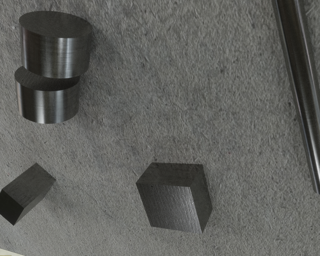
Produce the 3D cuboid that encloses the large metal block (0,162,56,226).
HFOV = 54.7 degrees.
[{"bbox_3d":[-0.253,0.124,0.581,0.050,0.080,0.080,42,129,-1],"label":"large metal block"}]

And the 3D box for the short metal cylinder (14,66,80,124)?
[{"bbox_3d":[-0.151,-0.050,0.420,0.080,0.080,0.050,23,127,14],"label":"short metal cylinder"}]

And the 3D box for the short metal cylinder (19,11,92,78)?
[{"bbox_3d":[-0.125,-0.102,0.374,0.080,0.080,0.050,25,127,13],"label":"short metal cylinder"}]

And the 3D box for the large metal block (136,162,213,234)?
[{"bbox_3d":[0.022,0.097,0.439,0.080,0.050,0.080,-2,118,29],"label":"large metal block"}]

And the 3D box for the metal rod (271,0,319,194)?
[{"bbox_3d":[0.135,-0.062,0.297,0.025,0.025,0.299,-9,114,32],"label":"metal rod"}]
